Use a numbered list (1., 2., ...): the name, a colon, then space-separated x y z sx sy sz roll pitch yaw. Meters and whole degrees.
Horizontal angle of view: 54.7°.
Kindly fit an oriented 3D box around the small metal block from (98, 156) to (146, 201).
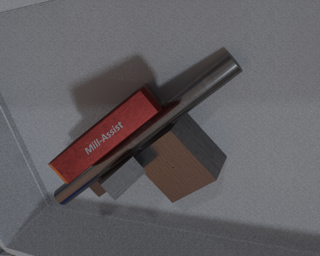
1. small metal block: -0.049 0.061 0.390 0.025 0.050 0.050 50 165 -7

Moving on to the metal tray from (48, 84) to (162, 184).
1. metal tray: -0.058 0.002 0.360 0.130 0.090 0.030 -38 99 6

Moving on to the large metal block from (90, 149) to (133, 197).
1. large metal block: -0.084 0.044 0.458 0.080 0.050 0.080 47 129 -6

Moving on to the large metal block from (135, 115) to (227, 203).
1. large metal block: 0.025 0.039 0.401 0.080 0.050 0.080 47 129 -6

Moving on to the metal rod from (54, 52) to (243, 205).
1. metal rod: -0.031 0.014 0.382 0.299 0.025 0.025 -37 98 23
